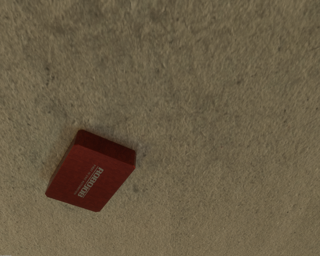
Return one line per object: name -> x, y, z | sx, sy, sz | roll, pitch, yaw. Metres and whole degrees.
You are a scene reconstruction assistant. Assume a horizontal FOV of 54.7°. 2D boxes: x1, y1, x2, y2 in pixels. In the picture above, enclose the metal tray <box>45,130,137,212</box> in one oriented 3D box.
metal tray -> -0.104, 0.069, 0.461 | 0.090, 0.030, 0.129 | 25, 126, -20
